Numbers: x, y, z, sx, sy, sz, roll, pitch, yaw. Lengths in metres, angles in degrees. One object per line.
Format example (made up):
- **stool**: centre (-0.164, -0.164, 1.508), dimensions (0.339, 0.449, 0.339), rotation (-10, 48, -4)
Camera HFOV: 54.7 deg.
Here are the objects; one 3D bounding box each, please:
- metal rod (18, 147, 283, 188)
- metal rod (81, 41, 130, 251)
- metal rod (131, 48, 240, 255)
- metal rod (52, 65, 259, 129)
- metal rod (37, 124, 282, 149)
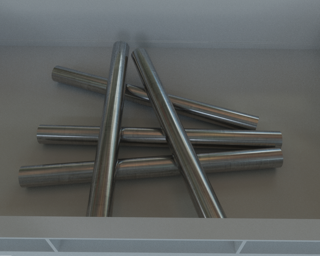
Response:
- **metal rod**: centre (-0.007, 0.046, 0.365), dimensions (0.302, 0.025, 0.025), rotation (-4, 50, -4)
- **metal rod**: centre (-0.059, -0.008, 0.376), dimensions (0.025, 0.025, 0.300), rotation (0, 50, 0)
- **metal rod**: centre (0.015, 0.000, 0.370), dimensions (0.025, 0.025, 0.299), rotation (-14, 51, -12)
- **metal rod**: centre (-0.015, -0.043, 0.438), dimensions (0.301, 0.025, 0.025), rotation (16, 52, 12)
- **metal rod**: centre (-0.001, 0.012, 0.392), dimensions (0.302, 0.025, 0.025), rotation (2, 50, 1)
